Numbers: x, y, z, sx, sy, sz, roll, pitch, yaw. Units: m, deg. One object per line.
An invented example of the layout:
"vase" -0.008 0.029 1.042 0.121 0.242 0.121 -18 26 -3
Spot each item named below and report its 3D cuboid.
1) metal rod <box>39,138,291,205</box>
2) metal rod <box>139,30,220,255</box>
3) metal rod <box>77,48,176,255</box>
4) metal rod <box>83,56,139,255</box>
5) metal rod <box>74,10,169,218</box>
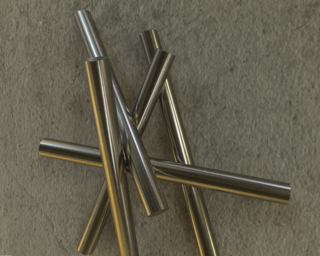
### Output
"metal rod" -0.002 0.050 0.375 0.301 0.025 0.025 10 93 9
"metal rod" 0.024 0.018 0.399 0.025 0.025 0.298 -17 84 19
"metal rod" -0.050 0.041 0.409 0.025 0.025 0.298 28 105 17
"metal rod" -0.050 0.068 0.365 0.025 0.025 0.298 3 114 19
"metal rod" -0.057 -0.036 0.388 0.025 0.025 0.299 -31 65 17
